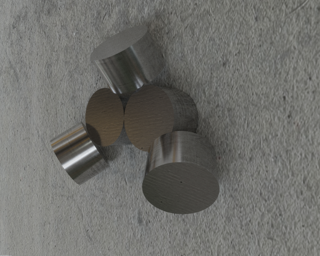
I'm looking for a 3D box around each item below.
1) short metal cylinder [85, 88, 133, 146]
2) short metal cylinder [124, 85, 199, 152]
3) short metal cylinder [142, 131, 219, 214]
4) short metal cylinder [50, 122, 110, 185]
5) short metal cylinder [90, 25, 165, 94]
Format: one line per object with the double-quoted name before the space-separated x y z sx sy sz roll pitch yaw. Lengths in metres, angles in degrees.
"short metal cylinder" -0.061 -0.015 0.440 0.080 0.050 0.080 0 90 40
"short metal cylinder" 0.001 -0.011 0.389 0.080 0.050 0.080 0 90 40
"short metal cylinder" 0.023 0.050 0.343 0.080 0.080 0.050 -44 22 31
"short metal cylinder" -0.117 0.037 0.459 0.050 0.080 0.080 -32 64 -8
"short metal cylinder" -0.041 -0.088 0.397 0.080 0.080 0.050 2 134 40
